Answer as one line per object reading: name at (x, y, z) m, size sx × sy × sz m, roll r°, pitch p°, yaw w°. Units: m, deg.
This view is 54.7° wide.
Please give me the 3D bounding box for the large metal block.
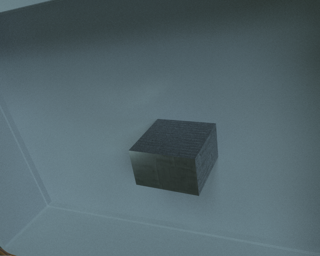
large metal block at (0.020, 0.032, 0.381) m, size 0.080 × 0.080 × 0.050 m, roll 5°, pitch 121°, yaw 25°
